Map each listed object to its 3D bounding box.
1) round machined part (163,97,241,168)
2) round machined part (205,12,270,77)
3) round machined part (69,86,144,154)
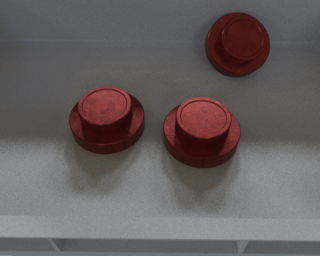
[{"bbox_3d":[0.053,-0.001,0.395,0.099,0.042,0.098,0,50,0],"label":"round machined part"},{"bbox_3d":[0.121,-0.130,0.472,0.099,0.042,0.097,0,86,-6],"label":"round machined part"},{"bbox_3d":[-0.070,-0.017,0.408,0.099,0.042,0.098,0,50,0],"label":"round machined part"}]
